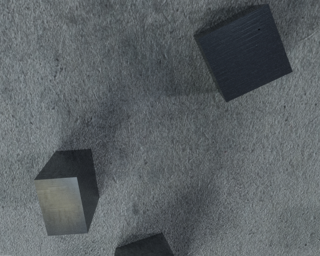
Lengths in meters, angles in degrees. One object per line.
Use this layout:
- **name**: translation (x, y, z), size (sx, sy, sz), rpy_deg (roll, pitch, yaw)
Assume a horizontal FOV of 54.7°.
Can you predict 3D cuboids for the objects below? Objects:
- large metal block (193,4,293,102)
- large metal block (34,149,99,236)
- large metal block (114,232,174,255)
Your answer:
- **large metal block**: translation (0.095, -0.088, 0.365), size (0.080, 0.050, 0.080), rpy_deg (-25, 108, 9)
- **large metal block**: translation (-0.118, 0.082, 0.409), size (0.050, 0.080, 0.079), rpy_deg (-4, 110, 1)
- **large metal block**: translation (-0.018, 0.220, 0.477), size (0.080, 0.050, 0.080), rpy_deg (-21, 109, 7)
